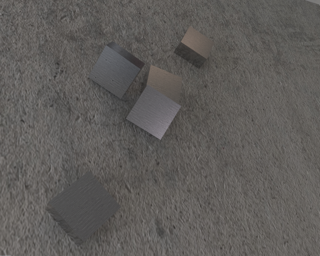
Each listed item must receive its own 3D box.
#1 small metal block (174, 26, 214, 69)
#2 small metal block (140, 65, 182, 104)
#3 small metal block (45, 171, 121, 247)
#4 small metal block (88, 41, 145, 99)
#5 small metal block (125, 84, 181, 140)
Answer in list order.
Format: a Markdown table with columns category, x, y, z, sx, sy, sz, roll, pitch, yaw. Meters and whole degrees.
| category | x | y | z | sx | sy | sz | roll | pitch | yaw |
| --- | --- | --- | --- | --- | --- | --- | --- | --- | --- |
| small metal block | 0.058 | -0.135 | 0.517 | 0.050 | 0.025 | 0.050 | 32 | 52 | -8 |
| small metal block | 0.001 | -0.055 | 0.438 | 0.050 | 0.025 | 0.050 | 20 | 54 | -16 |
| small metal block | -0.077 | 0.081 | 0.313 | 0.050 | 0.025 | 0.050 | 47 | 51 | 5 |
| small metal block | -0.056 | -0.074 | 0.399 | 0.050 | 0.050 | 0.025 | 34 | 28 | -6 |
| small metal block | -0.009 | -0.019 | 0.395 | 0.050 | 0.025 | 0.050 | 32 | 85 | -8 |
